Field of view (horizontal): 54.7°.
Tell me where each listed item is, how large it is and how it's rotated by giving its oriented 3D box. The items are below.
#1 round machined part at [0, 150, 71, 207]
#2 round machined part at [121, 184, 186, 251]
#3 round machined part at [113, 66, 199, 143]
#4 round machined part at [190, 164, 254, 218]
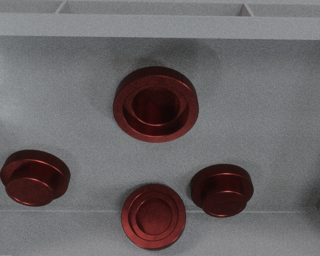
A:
[{"bbox_3d":[-0.189,0.082,0.465,0.099,0.042,0.097,0,130,0],"label":"round machined part"},{"bbox_3d":[-0.008,0.141,0.486,0.099,0.098,0.042,-4,151,3],"label":"round machined part"},{"bbox_3d":[-0.005,-0.032,0.371,0.099,0.042,0.097,0,130,0],"label":"round machined part"},{"bbox_3d":[0.098,0.105,0.488,0.099,0.042,0.097,0,130,0],"label":"round machined part"}]
